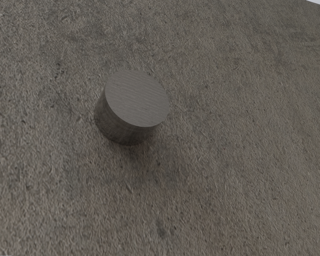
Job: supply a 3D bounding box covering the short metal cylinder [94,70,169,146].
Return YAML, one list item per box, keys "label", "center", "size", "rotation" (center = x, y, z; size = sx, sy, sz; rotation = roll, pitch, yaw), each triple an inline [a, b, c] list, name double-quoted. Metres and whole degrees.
- label: "short metal cylinder"
  center: [-0.036, -0.025, 0.383]
  size: [0.081, 0.050, 0.080]
  rotation: [13, 56, -21]
